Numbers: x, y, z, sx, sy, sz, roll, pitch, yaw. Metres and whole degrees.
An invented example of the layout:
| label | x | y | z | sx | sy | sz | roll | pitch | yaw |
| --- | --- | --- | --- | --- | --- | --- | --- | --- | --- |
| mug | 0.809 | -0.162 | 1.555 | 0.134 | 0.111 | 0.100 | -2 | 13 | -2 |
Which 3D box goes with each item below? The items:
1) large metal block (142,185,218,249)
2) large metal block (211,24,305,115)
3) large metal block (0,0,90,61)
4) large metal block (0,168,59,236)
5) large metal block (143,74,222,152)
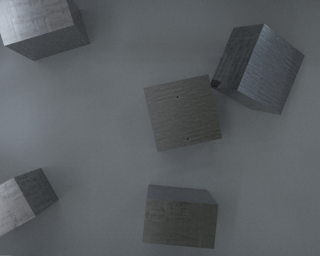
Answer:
| label | x | y | z | sx | sy | sz | roll | pitch | yaw |
| --- | --- | --- | --- | --- | --- | --- | --- | --- | --- |
| large metal block | 0.023 | 0.106 | 0.384 | 0.081 | 0.080 | 0.050 | 5 | 90 | -1 |
| large metal block | 0.120 | -0.071 | 0.384 | 0.080 | 0.050 | 0.080 | 22 | 90 | -31 |
| large metal block | -0.141 | -0.126 | 0.382 | 0.080 | 0.080 | 0.050 | -17 | 90 | 0 |
| large metal block | -0.185 | 0.095 | 0.382 | 0.080 | 0.080 | 0.050 | -29 | 90 | 0 |
| large metal block | 0.028 | -0.018 | 0.399 | 0.080 | 0.050 | 0.080 | -12 | 90 | 0 |
